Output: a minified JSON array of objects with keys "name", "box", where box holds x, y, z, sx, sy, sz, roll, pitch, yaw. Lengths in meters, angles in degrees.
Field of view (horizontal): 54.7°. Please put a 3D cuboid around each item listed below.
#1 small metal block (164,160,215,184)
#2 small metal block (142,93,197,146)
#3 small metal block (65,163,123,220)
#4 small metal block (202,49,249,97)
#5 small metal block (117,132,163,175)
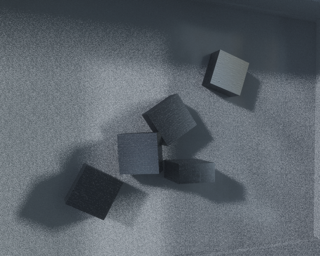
[{"name":"small metal block","box":[0.038,0.057,0.411,0.050,0.050,0.025,1,90,-20]},{"name":"small metal block","box":[0.013,-0.011,0.415,0.050,0.025,0.050,-36,102,-16]},{"name":"small metal block","box":[-0.081,0.078,0.381,0.050,0.025,0.050,30,80,-18]},{"name":"small metal block","box":[0.094,-0.077,0.445,0.050,0.025,0.050,19,84,-19]},{"name":"small metal block","box":[-0.024,0.031,0.389,0.050,0.025,0.050,-3,92,12]}]
